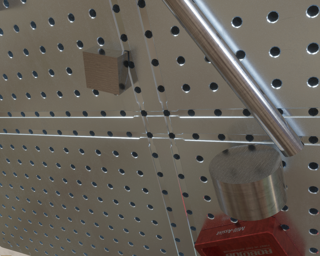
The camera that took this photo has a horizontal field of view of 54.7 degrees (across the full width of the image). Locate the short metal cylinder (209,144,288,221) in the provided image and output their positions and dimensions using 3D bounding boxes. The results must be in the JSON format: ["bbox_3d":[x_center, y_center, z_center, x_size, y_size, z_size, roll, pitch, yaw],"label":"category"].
[{"bbox_3d":[0.102,0.060,0.359,0.080,0.080,0.050,-4,116,30],"label":"short metal cylinder"}]

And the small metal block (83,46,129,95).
[{"bbox_3d":[-0.069,-0.075,0.402,0.050,0.025,0.050,14,125,20],"label":"small metal block"}]

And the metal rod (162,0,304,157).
[{"bbox_3d":[0.054,-0.089,0.327,0.025,0.025,0.300,-34,100,38],"label":"metal rod"}]

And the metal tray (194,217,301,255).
[{"bbox_3d":[0.127,0.184,0.454,0.130,0.030,0.090,-28,104,37],"label":"metal tray"}]
